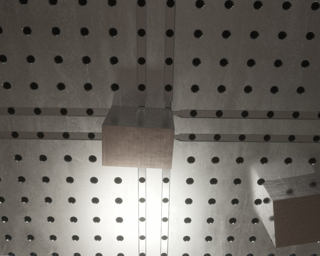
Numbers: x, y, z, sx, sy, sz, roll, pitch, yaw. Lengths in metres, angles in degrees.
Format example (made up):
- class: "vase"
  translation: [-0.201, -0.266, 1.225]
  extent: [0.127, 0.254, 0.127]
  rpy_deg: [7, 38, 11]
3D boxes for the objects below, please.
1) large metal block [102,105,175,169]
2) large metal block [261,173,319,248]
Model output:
- class: "large metal block"
  translation: [-0.025, 0.009, 0.387]
  extent: [0.081, 0.080, 0.050]
  rpy_deg: [3, 110, -2]
- class: "large metal block"
  translation: [0.197, 0.118, 0.447]
  extent: [0.080, 0.050, 0.079]
  rpy_deg: [-10, 110, 3]
